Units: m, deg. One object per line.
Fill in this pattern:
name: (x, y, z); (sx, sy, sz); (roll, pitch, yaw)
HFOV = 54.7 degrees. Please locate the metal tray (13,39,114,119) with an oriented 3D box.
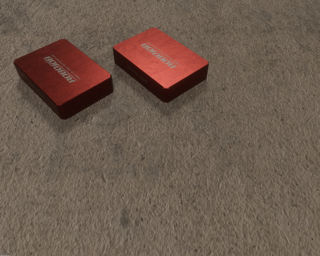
metal tray: (-0.144, -0.078, 0.464); (0.091, 0.030, 0.130); (-36, 59, -26)

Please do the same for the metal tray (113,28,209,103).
metal tray: (0.000, -0.103, 0.487); (0.091, 0.030, 0.130); (-34, 58, -25)
